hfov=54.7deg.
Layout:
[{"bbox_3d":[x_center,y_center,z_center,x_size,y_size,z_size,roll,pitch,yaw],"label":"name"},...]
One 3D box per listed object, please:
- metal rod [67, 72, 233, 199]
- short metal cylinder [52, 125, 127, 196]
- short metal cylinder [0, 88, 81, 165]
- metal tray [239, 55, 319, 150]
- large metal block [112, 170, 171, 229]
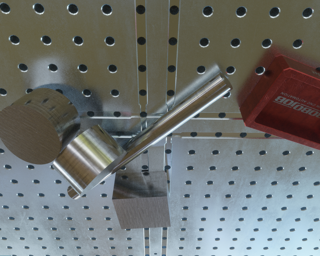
[{"bbox_3d":[-0.030,0.024,0.431,0.299,0.025,0.025,-36,122,26],"label":"metal rod"},{"bbox_3d":[-0.089,0.041,0.400,0.050,0.080,0.080,45,122,5],"label":"short metal cylinder"},{"bbox_3d":[-0.146,-0.003,0.377,0.080,0.050,0.079,7,121,12],"label":"short metal cylinder"},{"bbox_3d":[0.180,-0.026,0.387,0.131,0.030,0.089,17,128,-14],"label":"metal tray"},{"bbox_3d":[-0.026,0.115,0.493,0.080,0.050,0.080,-4,130,3],"label":"large metal block"}]
